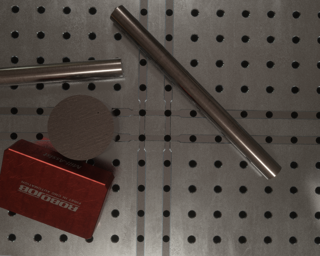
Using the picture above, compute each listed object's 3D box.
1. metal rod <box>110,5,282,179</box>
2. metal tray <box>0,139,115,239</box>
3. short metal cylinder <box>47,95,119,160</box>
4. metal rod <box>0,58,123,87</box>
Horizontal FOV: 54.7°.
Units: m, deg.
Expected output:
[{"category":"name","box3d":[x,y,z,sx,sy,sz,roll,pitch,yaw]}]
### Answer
[{"category":"metal rod","box3d":[0.048,-0.047,0.413,0.025,0.025,0.300,-44,91,0]},{"category":"metal tray","box3d":[-0.134,0.078,0.393,0.131,0.030,0.089,21,113,-1]},{"category":"short metal cylinder","box3d":[-0.096,-0.001,0.400,0.081,0.050,0.079,0,90,-1]},{"category":"metal rod","box3d":[-0.201,-0.068,0.410,0.302,0.025,0.025,-5,90,-1]}]
